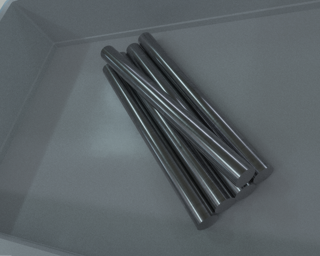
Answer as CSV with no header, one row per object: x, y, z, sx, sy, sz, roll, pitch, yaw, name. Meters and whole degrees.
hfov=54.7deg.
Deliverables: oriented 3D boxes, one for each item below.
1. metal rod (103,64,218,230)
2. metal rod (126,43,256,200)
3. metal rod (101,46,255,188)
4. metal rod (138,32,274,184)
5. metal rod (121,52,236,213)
-0.016,0.001,0.412,0.025,0.025,0.300,-37,51,4,metal rod
0.022,-0.031,0.411,0.025,0.025,0.300,-37,51,4,metal rod
0.000,-0.035,0.392,0.025,0.025,0.300,-43,51,-2,metal rod
0.041,-0.048,0.412,0.025,0.025,0.300,-37,51,4,metal rod
0.002,-0.017,0.413,0.025,0.025,0.300,-37,51,4,metal rod
